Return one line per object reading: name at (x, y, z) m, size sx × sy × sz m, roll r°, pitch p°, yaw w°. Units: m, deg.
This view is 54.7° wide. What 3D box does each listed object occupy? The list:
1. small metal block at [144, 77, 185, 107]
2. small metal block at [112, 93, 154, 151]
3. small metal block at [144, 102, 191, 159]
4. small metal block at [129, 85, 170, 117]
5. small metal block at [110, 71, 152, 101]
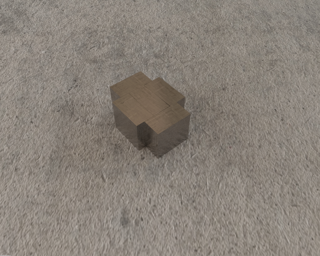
small metal block at (0.006, -0.032, 0.414) m, size 0.025 × 0.050 × 0.050 m, roll -34°, pitch 58°, yaw -25°
small metal block at (-0.033, -0.007, 0.393) m, size 0.025 × 0.050 × 0.050 m, roll -33°, pitch 58°, yaw -24°
small metal block at (0.009, 0.004, 0.385) m, size 0.050 × 0.050 × 0.025 m, roll -32°, pitch 57°, yaw -24°
small metal block at (-0.014, -0.019, 0.404) m, size 0.025 × 0.050 × 0.050 m, roll -33°, pitch 58°, yaw -24°
small metal block at (-0.038, -0.042, 0.422) m, size 0.050 × 0.050 × 0.025 m, roll -32°, pitch 57°, yaw -24°
